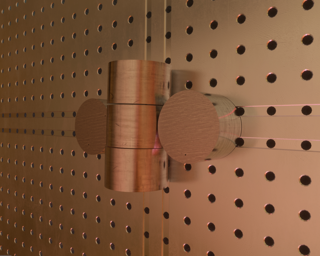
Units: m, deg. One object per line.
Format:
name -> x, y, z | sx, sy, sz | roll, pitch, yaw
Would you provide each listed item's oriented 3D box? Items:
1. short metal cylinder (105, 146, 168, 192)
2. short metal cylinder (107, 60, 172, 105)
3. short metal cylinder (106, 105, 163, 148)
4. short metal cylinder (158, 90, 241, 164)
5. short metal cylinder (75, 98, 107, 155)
short metal cylinder -> -0.030, 0.048, 0.395 | 0.080, 0.081, 0.050 | 2, 91, 39
short metal cylinder -> -0.026, -0.054, 0.392 | 0.080, 0.081, 0.050 | 4, 92, 39
short metal cylinder -> -0.027, -0.003, 0.393 | 0.080, 0.081, 0.050 | 3, 92, 39
short metal cylinder -> 0.044, -0.001, 0.354 | 0.080, 0.050, 0.079 | 0, 90, 39
short metal cylinder -> -0.080, -0.002, 0.456 | 0.080, 0.050, 0.079 | 0, 90, 39
